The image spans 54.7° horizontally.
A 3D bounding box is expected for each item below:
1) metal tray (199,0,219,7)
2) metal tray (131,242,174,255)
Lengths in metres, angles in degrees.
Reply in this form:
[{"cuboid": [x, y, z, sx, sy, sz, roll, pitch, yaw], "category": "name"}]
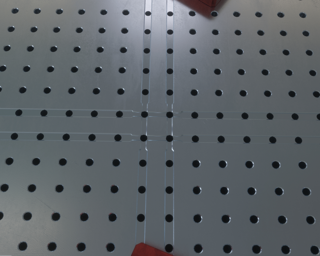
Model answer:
[{"cuboid": [0.088, -0.270, 0.508, 0.090, 0.030, 0.130, 35, 73, 11], "category": "metal tray"}, {"cuboid": [-0.008, 0.196, 0.312, 0.090, 0.030, 0.130, 17, 55, 16], "category": "metal tray"}]
